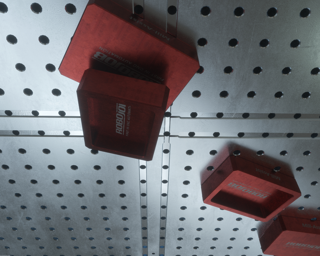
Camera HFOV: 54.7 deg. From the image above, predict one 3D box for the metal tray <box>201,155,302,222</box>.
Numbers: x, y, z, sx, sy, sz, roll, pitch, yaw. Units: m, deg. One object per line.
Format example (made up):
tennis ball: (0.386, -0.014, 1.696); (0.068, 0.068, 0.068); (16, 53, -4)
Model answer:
metal tray: (0.144, 0.101, 0.496); (0.131, 0.030, 0.089); (21, 127, -18)

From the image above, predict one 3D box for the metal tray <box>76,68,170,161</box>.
metal tray: (-0.044, -0.009, 0.366); (0.091, 0.030, 0.129); (12, 149, -2)

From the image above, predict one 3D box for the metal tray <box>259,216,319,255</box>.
metal tray: (0.271, 0.214, 0.595); (0.131, 0.030, 0.089); (10, 130, -9)

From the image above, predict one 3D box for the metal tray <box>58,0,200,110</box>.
metal tray: (-0.033, -0.074, 0.345); (0.131, 0.030, 0.089); (24, 126, -20)
